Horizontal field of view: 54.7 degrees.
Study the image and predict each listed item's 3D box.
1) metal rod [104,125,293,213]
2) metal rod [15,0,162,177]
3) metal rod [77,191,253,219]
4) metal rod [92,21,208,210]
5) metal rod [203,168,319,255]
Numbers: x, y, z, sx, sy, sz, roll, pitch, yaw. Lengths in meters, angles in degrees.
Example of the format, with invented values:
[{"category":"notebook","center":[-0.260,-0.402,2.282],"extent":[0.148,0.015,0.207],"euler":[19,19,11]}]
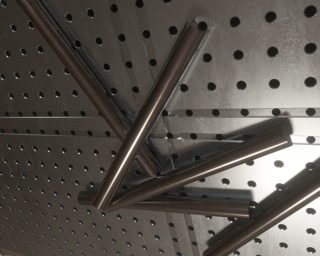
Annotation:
[{"category":"metal rod","center":[0.028,0.067,0.421],"extent":[0.299,0.025,0.025],"euler":[-27,104,32]},{"category":"metal rod","center":[-0.093,-0.055,0.423],"extent":[0.025,0.025,0.299],"euler":[-27,104,37]},{"category":"metal rod","center":[-0.010,0.118,0.487],"extent":[0.300,0.025,0.025],"euler":[-4,117,29]},{"category":"metal rod","center":[-0.026,0.004,0.400],"extent":[0.025,0.025,0.298],"euler":[34,121,5]},{"category":"metal rod","center":[0.146,0.113,0.403],"extent":[0.025,0.025,0.298],"euler":[37,129,3]}]
